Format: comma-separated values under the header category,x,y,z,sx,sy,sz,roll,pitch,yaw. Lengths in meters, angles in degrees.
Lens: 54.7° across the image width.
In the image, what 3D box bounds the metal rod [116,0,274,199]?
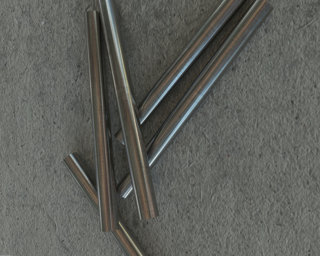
category,x,y,z,sx,sy,sz,roll,pitch,yaw
metal rod,0.036,-0.029,0.396,0.025,0.025,0.299,40,102,15

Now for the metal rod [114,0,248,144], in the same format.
category,x,y,z,sx,sy,sz,roll,pitch,yaw
metal rod,0.041,-0.096,0.394,0.025,0.025,0.299,43,103,15

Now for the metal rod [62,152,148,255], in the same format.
category,x,y,z,sx,sy,sz,roll,pitch,yaw
metal rod,-0.043,0.159,0.423,0.025,0.025,0.300,-41,77,15

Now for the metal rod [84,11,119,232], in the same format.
category,x,y,z,sx,sy,sz,roll,pitch,yaw
metal rod,-0.081,-0.014,0.424,0.025,0.025,0.298,-8,82,20

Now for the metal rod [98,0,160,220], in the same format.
category,x,y,z,sx,sy,sz,roll,pitch,yaw
metal rod,-0.044,-0.036,0.400,0.025,0.025,0.299,-17,75,19
